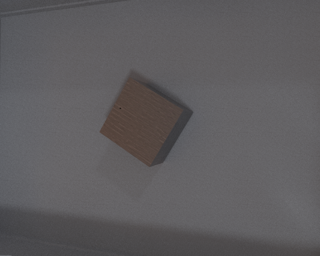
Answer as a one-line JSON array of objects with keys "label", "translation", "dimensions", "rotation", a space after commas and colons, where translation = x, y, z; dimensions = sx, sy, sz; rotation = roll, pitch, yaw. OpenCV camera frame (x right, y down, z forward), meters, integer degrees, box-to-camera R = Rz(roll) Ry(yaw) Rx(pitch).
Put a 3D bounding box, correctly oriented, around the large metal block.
[{"label": "large metal block", "translation": [-0.017, -0.008, 0.400], "dimensions": [0.080, 0.050, 0.080], "rotation": [33, 100, 16]}]
